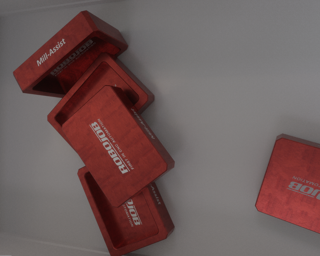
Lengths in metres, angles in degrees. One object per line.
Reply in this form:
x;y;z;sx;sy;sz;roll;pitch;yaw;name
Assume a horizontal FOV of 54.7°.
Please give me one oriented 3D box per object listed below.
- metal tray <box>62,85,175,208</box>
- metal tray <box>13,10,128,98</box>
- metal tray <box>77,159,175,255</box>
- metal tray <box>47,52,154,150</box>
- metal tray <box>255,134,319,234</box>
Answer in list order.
-0.055;0.022;0.394;0.090;0.030;0.130;-39;78;15;metal tray
-0.117;-0.092;0.417;0.130;0.090;0.030;-34;79;16;metal tray
-0.048;0.098;0.424;0.090;0.030;0.130;-27;81;18;metal tray
-0.083;-0.028;0.431;0.090;0.030;0.130;46;104;6;metal tray
0.181;0.068;0.337;0.130;0.030;0.089;17;104;19;metal tray
